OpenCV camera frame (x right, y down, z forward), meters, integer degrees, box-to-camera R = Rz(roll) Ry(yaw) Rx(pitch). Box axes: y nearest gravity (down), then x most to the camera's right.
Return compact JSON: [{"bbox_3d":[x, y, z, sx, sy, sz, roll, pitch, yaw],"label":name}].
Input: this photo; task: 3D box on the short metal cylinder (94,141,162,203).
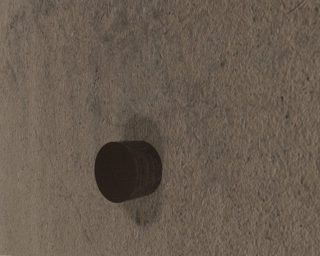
[{"bbox_3d":[-0.044,0.058,0.423,0.080,0.050,0.079,0,90,39],"label":"short metal cylinder"}]
